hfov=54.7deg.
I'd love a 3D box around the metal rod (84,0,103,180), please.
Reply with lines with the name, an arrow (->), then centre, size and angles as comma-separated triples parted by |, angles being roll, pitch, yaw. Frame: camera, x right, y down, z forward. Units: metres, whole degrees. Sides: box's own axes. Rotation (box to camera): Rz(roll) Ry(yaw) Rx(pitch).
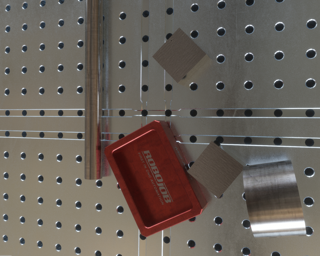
metal rod -> -0.095, -0.077, 0.444 | 0.025, 0.025, 0.298 | 0, 90, 19

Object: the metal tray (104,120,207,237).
metal tray -> -0.007, 0.065, 0.411 | 0.090, 0.030, 0.130 | -29, 81, 17

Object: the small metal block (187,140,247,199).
small metal block -> 0.071, 0.050, 0.387 | 0.050, 0.025, 0.050 | 40, 102, 15

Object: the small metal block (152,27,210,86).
small metal block -> 0.028, -0.092, 0.402 | 0.050, 0.025, 0.050 | -45, 77, 14

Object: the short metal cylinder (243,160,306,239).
short metal cylinder -> 0.124, 0.078, 0.339 | 0.050, 0.080, 0.080 | -11, 87, 19
